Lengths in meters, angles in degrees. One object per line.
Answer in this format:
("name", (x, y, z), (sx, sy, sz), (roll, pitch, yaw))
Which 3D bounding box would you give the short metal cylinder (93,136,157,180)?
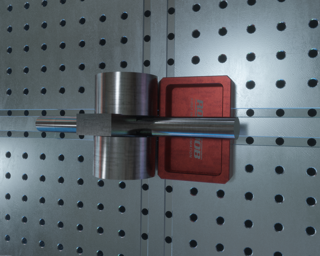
("short metal cylinder", (-0.045, 0.035, 0.399), (0.080, 0.080, 0.050), (2, 91, 20))

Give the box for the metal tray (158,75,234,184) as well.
("metal tray", (0.045, 0.001, 0.394), (0.090, 0.030, 0.129), (1, 90, 19))

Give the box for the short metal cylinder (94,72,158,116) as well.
("short metal cylinder", (-0.043, -0.040, 0.397), (0.080, 0.080, 0.050), (1, 91, 20))

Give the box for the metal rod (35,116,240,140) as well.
("metal rod", (-0.049, -0.003, 0.405), (0.300, 0.025, 0.025), (1, 91, 28))

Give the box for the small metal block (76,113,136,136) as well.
("small metal block", (-0.063, -0.004, 0.371), (0.050, 0.050, 0.025), (1, 91, 28))
